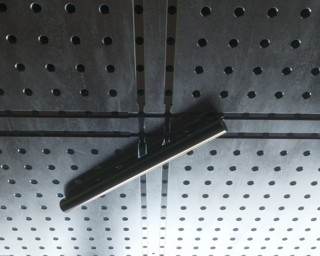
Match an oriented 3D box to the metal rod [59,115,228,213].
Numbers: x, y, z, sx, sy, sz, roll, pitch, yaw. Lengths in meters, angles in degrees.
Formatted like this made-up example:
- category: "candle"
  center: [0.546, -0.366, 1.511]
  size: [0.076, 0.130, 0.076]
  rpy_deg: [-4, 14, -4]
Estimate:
- category: "metal rod"
  center: [-0.038, 0.062, 0.464]
  size: [0.300, 0.025, 0.025]
  rpy_deg: [-29, 125, 22]
